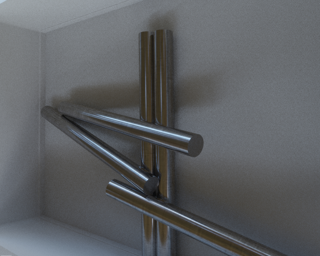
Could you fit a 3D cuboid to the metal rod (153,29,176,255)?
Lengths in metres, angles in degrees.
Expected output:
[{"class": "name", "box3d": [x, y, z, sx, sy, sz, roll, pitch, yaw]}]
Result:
[{"class": "metal rod", "box3d": [0.006, 0.026, 0.396, 0.025, 0.025, 0.298, -1, 89, 39]}]

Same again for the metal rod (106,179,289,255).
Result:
[{"class": "metal rod", "box3d": [0.058, 0.116, 0.333, 0.300, 0.025, 0.025, 16, 100, 33]}]

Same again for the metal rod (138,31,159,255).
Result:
[{"class": "metal rod", "box3d": [-0.014, 0.023, 0.412, 0.025, 0.025, 0.298, -2, 89, 39]}]

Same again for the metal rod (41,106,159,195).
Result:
[{"class": "metal rod", "box3d": [-0.110, 0.020, 0.477, 0.300, 0.025, 0.025, 27, 107, 42]}]

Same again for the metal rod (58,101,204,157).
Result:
[{"class": "metal rod", "box3d": [-0.064, -0.008, 0.430, 0.300, 0.025, 0.025, 15, 99, 46]}]
